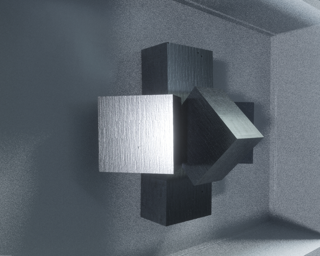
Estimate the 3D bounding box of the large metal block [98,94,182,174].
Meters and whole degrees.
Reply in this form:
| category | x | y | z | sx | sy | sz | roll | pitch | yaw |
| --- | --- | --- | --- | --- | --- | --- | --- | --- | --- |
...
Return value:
| category | x | y | z | sx | sy | sz | roll | pitch | yaw |
| --- | --- | --- | --- | --- | --- | --- | --- | --- | --- |
| large metal block | -0.020 | 0.006 | 0.342 | 0.050 | 0.080 | 0.079 | -6 | 96 | -76 |

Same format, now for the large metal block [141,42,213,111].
| category | x | y | z | sx | sy | sz | roll | pitch | yaw |
| --- | --- | --- | --- | --- | --- | --- | --- | --- | --- |
| large metal block | 0.024 | -0.062 | 0.405 | 0.081 | 0.050 | 0.079 | -2 | 92 | -40 |

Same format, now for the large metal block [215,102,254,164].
| category | x | y | z | sx | sy | sz | roll | pitch | yaw |
| --- | --- | --- | --- | --- | --- | --- | --- | --- | --- |
| large metal block | 0.095 | 0.006 | 0.439 | 0.050 | 0.080 | 0.080 | 1 | 90 | -1 |

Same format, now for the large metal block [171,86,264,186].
| category | x | y | z | sx | sy | sz | roll | pitch | yaw |
| --- | --- | --- | --- | --- | --- | --- | --- | --- | --- |
| large metal block | 0.058 | 0.009 | 0.366 | 0.050 | 0.080 | 0.080 | -1 | 47 | -41 |

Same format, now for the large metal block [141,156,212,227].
| category | x | y | z | sx | sy | sz | roll | pitch | yaw |
| --- | --- | --- | --- | --- | --- | --- | --- | --- | --- |
| large metal block | 0.022 | 0.076 | 0.408 | 0.081 | 0.050 | 0.080 | 1 | 90 | -40 |
